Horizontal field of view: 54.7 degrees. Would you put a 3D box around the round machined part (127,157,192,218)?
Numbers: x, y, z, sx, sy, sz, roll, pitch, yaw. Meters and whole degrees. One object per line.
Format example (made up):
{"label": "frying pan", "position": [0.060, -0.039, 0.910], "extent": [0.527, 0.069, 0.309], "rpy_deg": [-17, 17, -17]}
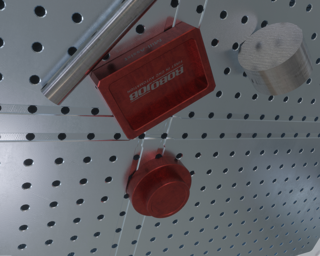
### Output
{"label": "round machined part", "position": [0.005, 0.095, 0.461], "extent": [0.099, 0.042, 0.097], "rpy_deg": [-14, 124, -21]}

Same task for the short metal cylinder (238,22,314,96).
{"label": "short metal cylinder", "position": [0.149, -0.089, 0.402], "extent": [0.080, 0.080, 0.050], "rpy_deg": [-44, 129, 2]}

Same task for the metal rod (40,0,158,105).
{"label": "metal rod", "position": [-0.012, -0.140, 0.317], "extent": [0.300, 0.025, 0.025], "rpy_deg": [-46, 129, 4]}

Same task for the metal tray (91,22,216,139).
{"label": "metal tray", "position": [-0.003, -0.055, 0.371], "extent": [0.131, 0.030, 0.090], "rpy_deg": [-31, 129, -8]}
